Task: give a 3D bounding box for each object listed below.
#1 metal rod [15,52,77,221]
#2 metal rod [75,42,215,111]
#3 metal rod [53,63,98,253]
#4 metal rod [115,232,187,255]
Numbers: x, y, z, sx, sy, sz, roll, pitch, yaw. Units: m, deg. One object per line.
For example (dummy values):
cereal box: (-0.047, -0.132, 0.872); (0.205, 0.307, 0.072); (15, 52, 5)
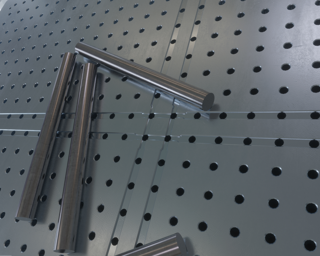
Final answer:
metal rod: (-0.178, -0.003, 0.505); (0.025, 0.025, 0.300); (-10, 57, 23)
metal rod: (-0.043, -0.091, 0.487); (0.300, 0.025, 0.025); (29, 78, 37)
metal rod: (-0.119, 0.023, 0.457); (0.025, 0.025, 0.300); (-14, 56, 20)
metal rod: (-0.111, 0.182, 0.355); (0.300, 0.025, 0.025); (-25, 53, 13)
